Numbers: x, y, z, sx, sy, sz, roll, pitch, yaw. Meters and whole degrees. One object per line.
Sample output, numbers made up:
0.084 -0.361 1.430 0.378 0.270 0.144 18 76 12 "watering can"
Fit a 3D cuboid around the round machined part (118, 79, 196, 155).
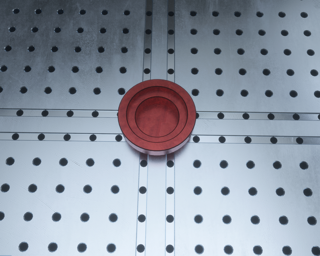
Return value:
-0.004 -0.011 0.406 0.099 0.042 0.098 0 70 0 "round machined part"
